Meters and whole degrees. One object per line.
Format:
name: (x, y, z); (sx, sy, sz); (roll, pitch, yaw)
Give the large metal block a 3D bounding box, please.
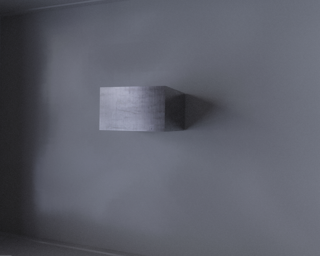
large metal block: (-0.019, -0.022, 0.386); (0.080, 0.080, 0.050); (1, 91, 20)
